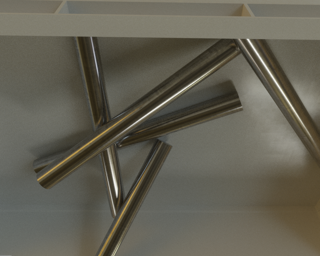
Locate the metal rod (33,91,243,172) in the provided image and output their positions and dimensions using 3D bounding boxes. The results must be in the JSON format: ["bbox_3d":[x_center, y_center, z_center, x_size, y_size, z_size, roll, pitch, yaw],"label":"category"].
[{"bbox_3d":[-0.040,0.012,0.418,0.301,0.025,0.025,-18,128,14],"label":"metal rod"}]

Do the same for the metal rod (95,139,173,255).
[{"bbox_3d":[-0.063,0.152,0.434,0.025,0.025,0.299,27,92,-21],"label":"metal rod"}]

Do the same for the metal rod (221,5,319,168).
[{"bbox_3d":[0.157,-0.023,0.368,0.025,0.025,0.301,-31,131,23],"label":"metal rod"}]

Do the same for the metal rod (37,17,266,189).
[{"bbox_3d":[-0.019,-0.021,0.348,0.300,0.025,0.025,-35,123,10],"label":"metal rod"}]

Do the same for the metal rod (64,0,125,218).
[{"bbox_3d":[-0.070,0.001,0.382,0.025,0.025,0.298,-3,122,2],"label":"metal rod"}]
